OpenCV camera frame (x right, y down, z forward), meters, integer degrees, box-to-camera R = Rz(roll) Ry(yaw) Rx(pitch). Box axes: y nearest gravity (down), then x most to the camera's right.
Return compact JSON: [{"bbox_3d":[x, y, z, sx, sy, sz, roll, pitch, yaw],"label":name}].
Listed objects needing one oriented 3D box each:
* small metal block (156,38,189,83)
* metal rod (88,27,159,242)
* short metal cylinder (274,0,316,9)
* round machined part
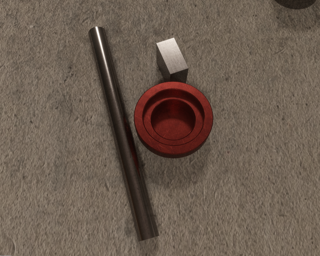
[{"bbox_3d":[0.016,-0.086,0.427,0.025,0.050,0.050,-20,72,-7],"label":"small metal block"},{"bbox_3d":[-0.053,-0.006,0.409,0.025,0.025,0.299,-15,71,-6],"label":"metal rod"},{"bbox_3d":[0.219,-0.235,0.483,0.081,0.050,0.080,0,70,0],"label":"short metal cylinder"},{"bbox_3d":[0.017,-0.008,0.402,0.099,0.042,0.098,0,70,-1],"label":"round machined part"}]
